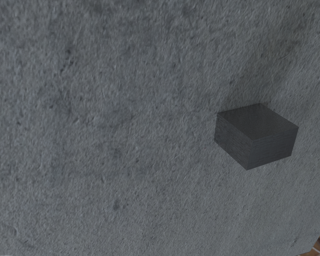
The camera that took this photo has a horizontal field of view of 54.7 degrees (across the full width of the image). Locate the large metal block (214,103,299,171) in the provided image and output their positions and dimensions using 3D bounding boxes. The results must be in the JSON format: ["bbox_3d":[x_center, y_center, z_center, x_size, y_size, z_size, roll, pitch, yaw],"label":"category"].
[{"bbox_3d":[0.138,0.009,0.455,0.081,0.080,0.050,-13,124,-21],"label":"large metal block"}]
